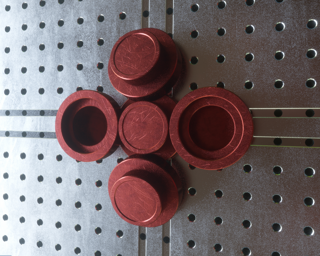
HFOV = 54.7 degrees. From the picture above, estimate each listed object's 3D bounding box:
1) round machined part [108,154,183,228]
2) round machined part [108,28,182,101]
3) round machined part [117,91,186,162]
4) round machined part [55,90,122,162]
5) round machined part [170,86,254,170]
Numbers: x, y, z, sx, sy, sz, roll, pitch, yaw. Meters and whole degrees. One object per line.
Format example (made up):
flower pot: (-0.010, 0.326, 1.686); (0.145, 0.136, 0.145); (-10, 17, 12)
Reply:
round machined part: (-0.024, 0.085, 0.399); (0.098, 0.042, 0.097); (5, 106, 18)
round machined part: (-0.025, -0.086, 0.399); (0.098, 0.042, 0.098); (-5, 74, 20)
round machined part: (-0.015, -0.001, 0.407); (0.098, 0.042, 0.097); (0, 90, 19)
round machined part: (-0.093, -0.003, 0.435); (0.098, 0.042, 0.097); (0, 90, 19)
round machined part: (0.065, 0.000, 0.380); (0.098, 0.042, 0.097); (0, 90, 19)
